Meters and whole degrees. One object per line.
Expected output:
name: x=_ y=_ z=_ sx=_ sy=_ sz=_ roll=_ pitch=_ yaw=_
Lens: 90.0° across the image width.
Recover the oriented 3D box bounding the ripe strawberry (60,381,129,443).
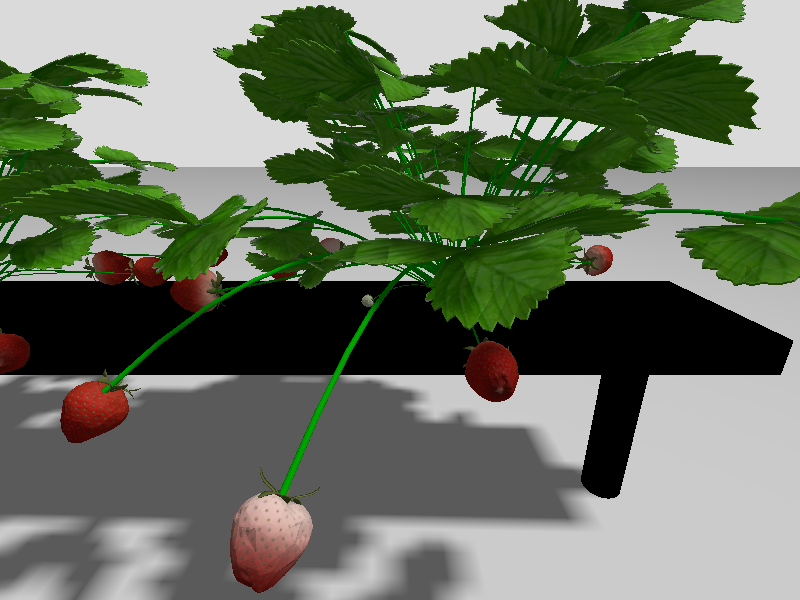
ripe strawberry: x=-0.152 y=0.056 z=0.197 sx=0.027 sy=0.030 sz=0.029 roll=21 pitch=-20 yaw=44

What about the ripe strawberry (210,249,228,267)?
ripe strawberry: x=-0.230 y=-0.057 z=0.494 sx=0.033 sy=0.032 sz=0.030 roll=-15 pitch=25 yaw=-36

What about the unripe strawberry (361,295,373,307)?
unripe strawberry: x=-0.030 y=0.001 z=0.363 sx=0.011 sy=0.011 sz=0.010 roll=-11 pitch=21 yaw=-3

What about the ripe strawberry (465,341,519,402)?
ripe strawberry: x=0.051 y=0.041 z=0.222 sx=0.029 sy=0.033 sz=0.032 roll=0 pitch=21 yaw=-1

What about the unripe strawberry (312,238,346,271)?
unripe strawberry: x=-0.084 y=-0.054 z=0.473 sx=0.039 sy=0.039 sz=0.043 roll=15 pitch=25 yaw=37

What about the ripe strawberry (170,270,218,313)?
ripe strawberry: x=-0.177 y=-0.008 z=0.348 sx=0.037 sy=0.039 sz=0.034 roll=-2 pitch=20 yaw=-5

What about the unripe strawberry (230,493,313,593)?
unripe strawberry: x=-0.043 y=0.078 z=0.131 sx=0.025 sy=0.027 sz=0.028 roll=7 pitch=-29 yaw=19

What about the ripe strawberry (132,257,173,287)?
ripe strawberry: x=-0.256 y=-0.030 z=0.417 sx=0.036 sy=0.031 sz=0.036 roll=-7 pitch=21 yaw=-19

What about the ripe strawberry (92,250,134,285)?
ripe strawberry: x=-0.308 y=-0.036 z=0.432 sx=0.037 sy=0.037 sz=0.035 roll=-14 pitch=24 yaw=-34

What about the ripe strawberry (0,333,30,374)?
ripe strawberry: x=-0.251 y=0.034 z=0.249 sx=0.031 sy=0.027 sz=0.031 roll=17 pitch=26 yaw=37

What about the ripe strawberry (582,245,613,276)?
ripe strawberry: x=0.226 y=-0.045 z=0.453 sx=0.034 sy=0.036 sz=0.031 roll=-10 pitch=22 yaw=-26

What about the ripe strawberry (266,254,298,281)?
ripe strawberry: x=-0.134 y=-0.041 z=0.441 sx=0.040 sy=0.039 sz=0.037 roll=8 pitch=22 yaw=22
